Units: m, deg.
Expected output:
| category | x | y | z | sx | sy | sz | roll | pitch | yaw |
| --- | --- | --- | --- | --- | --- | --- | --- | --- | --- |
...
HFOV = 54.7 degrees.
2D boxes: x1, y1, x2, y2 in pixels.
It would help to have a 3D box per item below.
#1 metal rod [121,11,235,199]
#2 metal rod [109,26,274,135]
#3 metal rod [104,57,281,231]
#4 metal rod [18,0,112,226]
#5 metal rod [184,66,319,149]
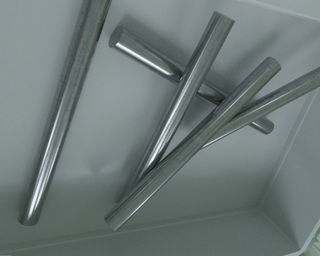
| category | x | y | z | sx | sy | sz | roll | pitch | yaw |
| --- | --- | --- | --- | --- | --- | --- | --- | --- | --- |
| metal rod | 0.008 | 0.001 | 0.392 | 0.025 | 0.025 | 0.298 | 9 | 121 | -33 |
| metal rod | 0.064 | -0.048 | 0.415 | 0.302 | 0.025 | 0.025 | 23 | 106 | -37 |
| metal rod | 0.045 | 0.018 | 0.405 | 0.300 | 0.025 | 0.025 | -44 | 130 | -4 |
| metal rod | -0.108 | -0.014 | 0.341 | 0.025 | 0.025 | 0.298 | 11 | 113 | -33 |
| metal rod | 0.171 | -0.045 | 0.431 | 0.301 | 0.025 | 0.025 | -28 | 129 | 0 |
